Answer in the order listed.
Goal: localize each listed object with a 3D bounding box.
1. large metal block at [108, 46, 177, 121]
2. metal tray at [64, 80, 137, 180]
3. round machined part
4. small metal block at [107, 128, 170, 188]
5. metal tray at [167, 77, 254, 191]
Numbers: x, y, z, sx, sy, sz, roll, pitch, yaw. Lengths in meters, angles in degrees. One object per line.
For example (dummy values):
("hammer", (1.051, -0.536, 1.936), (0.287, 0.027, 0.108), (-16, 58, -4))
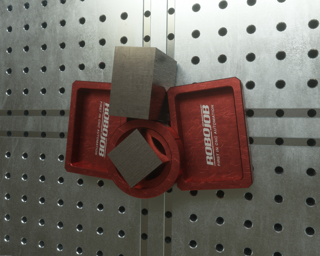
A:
("large metal block", (-0.018, -0.052, 0.386), (0.050, 0.080, 0.079), (7, 92, 20))
("metal tray", (-0.082, 0.002, 0.434), (0.090, 0.030, 0.129), (7, 92, 19))
("round machined part", (-0.015, 0.037, 0.395), (0.098, 0.042, 0.097), (0, 90, 19))
("small metal block", (-0.026, 0.036, 0.373), (0.050, 0.025, 0.050), (-41, 77, 15))
("metal tray", (0.062, 0.009, 0.384), (0.090, 0.030, 0.129), (-7, 88, 19))
